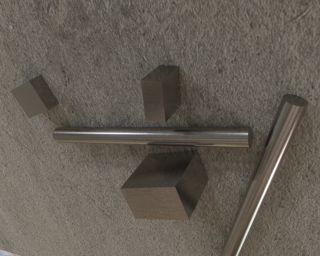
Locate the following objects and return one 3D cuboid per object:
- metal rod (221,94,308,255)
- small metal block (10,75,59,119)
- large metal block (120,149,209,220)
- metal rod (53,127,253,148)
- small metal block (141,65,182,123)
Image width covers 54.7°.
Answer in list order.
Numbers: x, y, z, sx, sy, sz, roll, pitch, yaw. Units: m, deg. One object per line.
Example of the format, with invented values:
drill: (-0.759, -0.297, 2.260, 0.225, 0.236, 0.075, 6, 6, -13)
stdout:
metal rod: (0.120, 0.093, 0.400, 0.025, 0.025, 0.298, 20, 126, 16)
small metal block: (-0.192, -0.047, 0.476, 0.050, 0.025, 0.050, -17, 110, 34)
large metal block: (0.009, 0.074, 0.411, 0.080, 0.080, 0.050, -8, 114, 31)
metal rod: (-0.029, 0.011, 0.427, 0.300, 0.025, 0.025, 0, 119, 27)
small metal block: (0.003, -0.041, 0.362, 0.025, 0.050, 0.050, 8, 122, 24)
